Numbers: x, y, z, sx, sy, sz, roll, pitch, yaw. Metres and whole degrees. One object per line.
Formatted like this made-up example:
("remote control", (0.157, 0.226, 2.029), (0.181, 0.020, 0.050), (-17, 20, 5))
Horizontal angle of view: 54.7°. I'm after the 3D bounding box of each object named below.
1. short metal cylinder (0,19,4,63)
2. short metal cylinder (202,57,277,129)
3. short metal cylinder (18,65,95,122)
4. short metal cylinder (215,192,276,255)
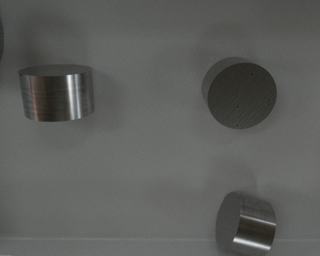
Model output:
("short metal cylinder", (-0.217, -0.097, 0.343), (0.050, 0.080, 0.079), (10, 110, -4))
("short metal cylinder", (0.095, -0.044, 0.383), (0.081, 0.050, 0.079), (0, 110, -1))
("short metal cylinder", (-0.119, -0.044, 0.364), (0.081, 0.080, 0.050), (0, 110, -1))
("short metal cylinder", (0.117, 0.135, 0.434), (0.050, 0.080, 0.079), (17, 109, -7))
